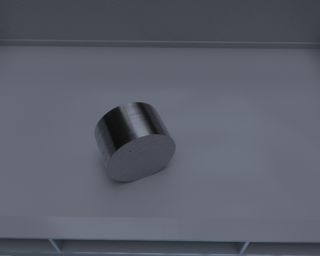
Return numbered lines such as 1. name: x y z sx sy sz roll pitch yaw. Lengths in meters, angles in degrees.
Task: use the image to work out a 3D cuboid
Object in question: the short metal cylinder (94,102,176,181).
1. short metal cylinder: -0.029 0.017 0.355 0.081 0.080 0.050 -18 52 -14
